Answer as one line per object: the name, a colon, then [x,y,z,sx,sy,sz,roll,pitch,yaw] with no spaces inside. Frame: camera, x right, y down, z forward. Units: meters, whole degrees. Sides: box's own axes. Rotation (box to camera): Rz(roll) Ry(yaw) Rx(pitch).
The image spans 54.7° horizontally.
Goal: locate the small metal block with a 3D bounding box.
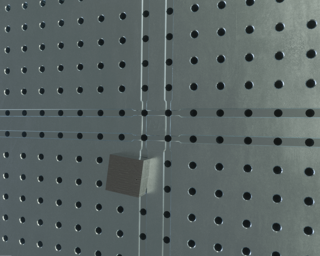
small metal block: [-0.044,0.064,0.427,0.050,0.025,0.050,8,93,19]
